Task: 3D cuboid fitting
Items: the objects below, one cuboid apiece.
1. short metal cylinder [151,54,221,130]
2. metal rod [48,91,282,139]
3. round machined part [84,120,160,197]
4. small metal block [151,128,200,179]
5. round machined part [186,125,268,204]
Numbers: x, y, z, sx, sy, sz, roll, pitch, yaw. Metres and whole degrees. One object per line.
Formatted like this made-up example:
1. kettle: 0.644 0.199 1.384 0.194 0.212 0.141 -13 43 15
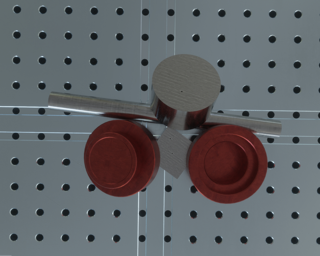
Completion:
1. short metal cylinder: 0.030 -0.044 0.383 0.081 0.050 0.080 2 65 -3
2. metal rod: 0.007 -0.017 0.410 0.302 0.025 0.025 7 90 0
3. round machined part: -0.053 0.038 0.388 0.098 0.042 0.097 0 91 18
4. small metal block: 0.017 0.031 0.410 0.050 0.025 0.050 36 90 0
5. round machined part: 0.083 0.044 0.400 0.099 0.042 0.097 0 92 -3
